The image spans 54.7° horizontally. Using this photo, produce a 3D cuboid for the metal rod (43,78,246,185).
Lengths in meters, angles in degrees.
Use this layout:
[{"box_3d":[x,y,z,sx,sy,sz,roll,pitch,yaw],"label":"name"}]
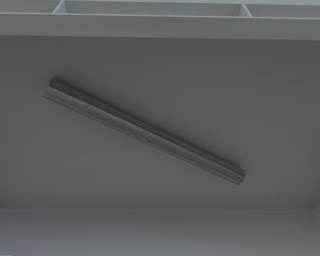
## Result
[{"box_3d":[-0.005,0.014,0.418,0.302,0.025,0.025,26,125,-21],"label":"metal rod"}]
